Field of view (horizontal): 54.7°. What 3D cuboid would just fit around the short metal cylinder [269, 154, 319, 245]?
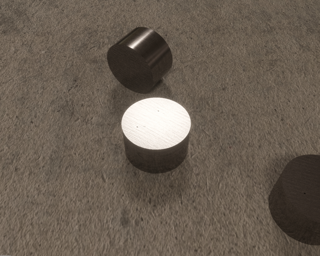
[{"bbox_3d":[0.162,0.075,0.326,0.081,0.050,0.080,0,50,0],"label":"short metal cylinder"}]

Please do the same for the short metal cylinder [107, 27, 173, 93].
[{"bbox_3d":[-0.029,-0.098,0.449,0.080,0.080,0.050,26,55,20],"label":"short metal cylinder"}]

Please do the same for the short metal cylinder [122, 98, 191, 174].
[{"bbox_3d":[-0.004,0.009,0.380,0.081,0.050,0.080,0,50,0],"label":"short metal cylinder"}]
